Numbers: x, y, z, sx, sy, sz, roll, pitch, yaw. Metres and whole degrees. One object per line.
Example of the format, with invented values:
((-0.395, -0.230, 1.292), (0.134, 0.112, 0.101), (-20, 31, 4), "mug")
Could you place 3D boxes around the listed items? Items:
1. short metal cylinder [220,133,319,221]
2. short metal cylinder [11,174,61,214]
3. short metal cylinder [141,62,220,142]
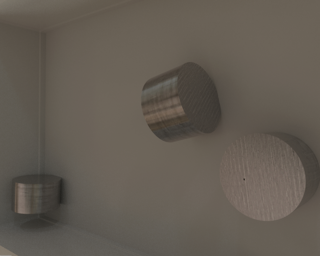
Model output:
((0.106, 0.044, 0.302), (0.080, 0.050, 0.079), (0, 90, 39), "short metal cylinder")
((-0.218, 0.115, 0.547), (0.080, 0.081, 0.050), (4, 93, 39), "short metal cylinder")
((0.025, -0.028, 0.349), (0.050, 0.081, 0.080), (-17, 80, 38), "short metal cylinder")
